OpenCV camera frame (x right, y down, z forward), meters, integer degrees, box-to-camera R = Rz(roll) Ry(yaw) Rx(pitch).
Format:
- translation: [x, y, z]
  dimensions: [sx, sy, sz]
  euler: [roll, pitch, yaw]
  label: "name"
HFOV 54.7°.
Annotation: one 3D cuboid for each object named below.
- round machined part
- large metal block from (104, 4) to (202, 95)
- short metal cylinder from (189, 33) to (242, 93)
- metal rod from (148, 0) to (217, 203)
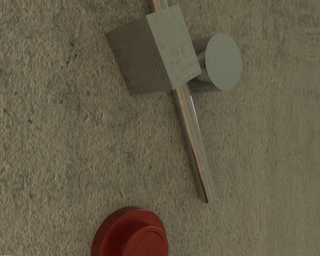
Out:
- translation: [-0.028, 0.147, 0.370]
  dimensions: [0.099, 0.042, 0.097]
  euler: [0, 90, -40]
  label: "round machined part"
- translation: [-0.009, -0.087, 0.362]
  dimensions: [0.050, 0.080, 0.080]
  euler: [-35, 112, -35]
  label: "large metal block"
- translation: [0.074, -0.092, 0.450]
  dimensions: [0.081, 0.050, 0.079]
  euler: [0, 90, -40]
  label: "short metal cylinder"
- translation: [0.034, -0.033, 0.433]
  dimensions: [0.025, 0.025, 0.298]
  euler: [-26, 106, -37]
  label: "metal rod"
